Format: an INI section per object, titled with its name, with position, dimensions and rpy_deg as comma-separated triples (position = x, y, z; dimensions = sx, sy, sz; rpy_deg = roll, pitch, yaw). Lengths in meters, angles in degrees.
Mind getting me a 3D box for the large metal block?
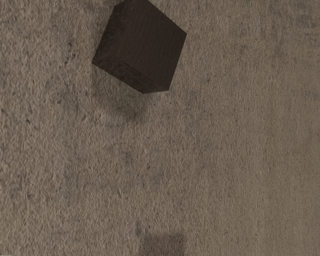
[large metal block]
position = -0.022, -0.096, 0.371
dimensions = 0.080, 0.050, 0.080
rpy_deg = 29, 72, -37
